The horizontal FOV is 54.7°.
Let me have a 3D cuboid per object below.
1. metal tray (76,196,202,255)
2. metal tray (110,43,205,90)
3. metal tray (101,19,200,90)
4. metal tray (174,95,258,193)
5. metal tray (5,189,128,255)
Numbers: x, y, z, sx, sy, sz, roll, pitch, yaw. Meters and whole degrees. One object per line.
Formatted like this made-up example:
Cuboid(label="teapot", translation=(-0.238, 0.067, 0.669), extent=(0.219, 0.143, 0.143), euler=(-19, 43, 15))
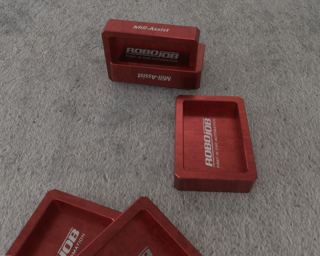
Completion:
Cuboid(label="metal tray", translation=(-0.030, 0.132, 0.258), extent=(0.090, 0.030, 0.131), euler=(46, 53, 9))
Cuboid(label="metal tray", translation=(0.000, -0.101, 0.474), extent=(0.131, 0.030, 0.090), euler=(7, 42, 7))
Cuboid(label="metal tray", translation=(-0.012, -0.104, 0.447), extent=(0.131, 0.089, 0.030), euler=(7, 50, 6))
Cuboid(label="metal tray", translation=(0.064, 0.015, 0.387), extent=(0.091, 0.030, 0.130), euler=(2, 50, 1))
Cuboid(label="metal tray", translation=(-0.096, 0.130, 0.289), extent=(0.090, 0.030, 0.130), euler=(16, 52, 13))
